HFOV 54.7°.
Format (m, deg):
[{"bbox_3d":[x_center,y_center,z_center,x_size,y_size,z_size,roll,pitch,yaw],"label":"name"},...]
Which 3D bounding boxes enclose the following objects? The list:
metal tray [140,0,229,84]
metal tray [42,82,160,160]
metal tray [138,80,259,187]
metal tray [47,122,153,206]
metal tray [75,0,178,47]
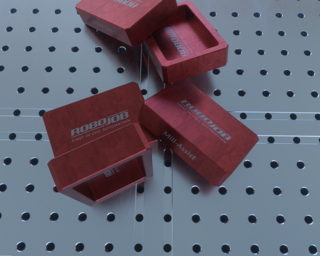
[{"bbox_3d":[0.026,-0.124,0.432,0.091,0.030,0.130,-19,51,-7],"label":"metal tray"},{"bbox_3d":[-0.076,0.002,0.407,0.131,0.030,0.090,-21,72,-8],"label":"metal tray"},{"bbox_3d":[0.049,0.000,0.388,0.130,0.030,0.091,41,46,13],"label":"metal tray"},{"bbox_3d":[-0.055,0.045,0.339,0.091,0.130,0.030,-25,72,-9],"label":"metal tray"},{"bbox_3d":[-0.050,-0.174,0.446,0.090,0.030,0.130,-45,53,-15],"label":"metal tray"}]
